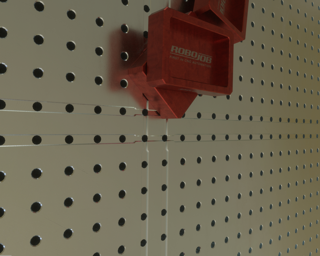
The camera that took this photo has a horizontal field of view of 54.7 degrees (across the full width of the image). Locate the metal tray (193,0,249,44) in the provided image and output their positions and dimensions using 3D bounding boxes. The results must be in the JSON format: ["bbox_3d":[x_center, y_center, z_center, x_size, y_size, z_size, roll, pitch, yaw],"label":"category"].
[{"bbox_3d":[0.099,-0.204,0.477,0.090,0.030,0.130,27,64,-37],"label":"metal tray"}]

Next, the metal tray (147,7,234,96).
[{"bbox_3d":[0.044,-0.093,0.404,0.131,0.030,0.089,3,88,-40],"label":"metal tray"}]

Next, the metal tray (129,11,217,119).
[{"bbox_3d":[0.026,-0.087,0.430,0.090,0.030,0.130,52,60,-28],"label":"metal tray"}]
